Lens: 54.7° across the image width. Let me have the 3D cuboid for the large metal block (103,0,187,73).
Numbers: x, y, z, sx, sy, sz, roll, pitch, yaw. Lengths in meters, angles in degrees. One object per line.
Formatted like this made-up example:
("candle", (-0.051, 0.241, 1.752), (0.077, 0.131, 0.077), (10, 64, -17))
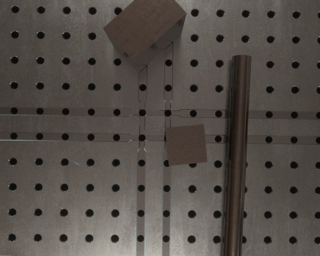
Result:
("large metal block", (-0.017, -0.120, 0.386), (0.080, 0.080, 0.050), (-42, 91, 0))

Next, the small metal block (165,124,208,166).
("small metal block", (0.034, 0.022, 0.414), (0.050, 0.025, 0.050), (-5, 90, -1))

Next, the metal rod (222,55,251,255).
("metal rod", (0.102, 0.054, 0.414), (0.025, 0.025, 0.298), (3, 90, -1))
